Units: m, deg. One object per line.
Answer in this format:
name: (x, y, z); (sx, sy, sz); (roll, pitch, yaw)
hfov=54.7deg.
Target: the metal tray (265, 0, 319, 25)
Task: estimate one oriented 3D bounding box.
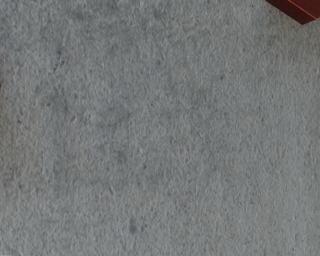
metal tray: (0.227, -0.244, 0.492); (0.091, 0.030, 0.130); (23, 82, -19)
